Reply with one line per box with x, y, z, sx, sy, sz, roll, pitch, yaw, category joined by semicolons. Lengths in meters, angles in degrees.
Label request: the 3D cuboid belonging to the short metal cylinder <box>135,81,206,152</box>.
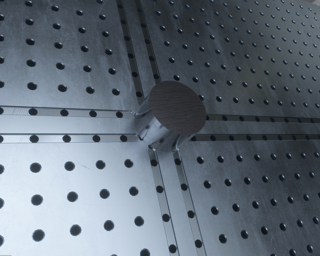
0.013;-0.015;0.408;0.081;0.050;0.080;13;56;-21;short metal cylinder
